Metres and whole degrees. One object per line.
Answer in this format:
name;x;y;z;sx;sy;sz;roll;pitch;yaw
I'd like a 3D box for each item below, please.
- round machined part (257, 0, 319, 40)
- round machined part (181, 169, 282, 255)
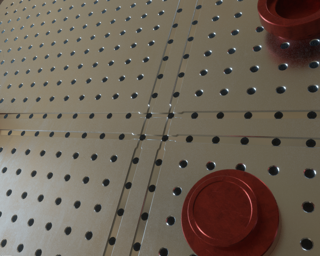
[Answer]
round machined part;0.179;-0.152;0.397;0.098;0.042;0.098;-13;56;20
round machined part;0.067;0.086;0.309;0.098;0.042;0.098;-13;56;20
